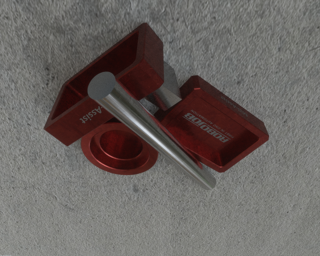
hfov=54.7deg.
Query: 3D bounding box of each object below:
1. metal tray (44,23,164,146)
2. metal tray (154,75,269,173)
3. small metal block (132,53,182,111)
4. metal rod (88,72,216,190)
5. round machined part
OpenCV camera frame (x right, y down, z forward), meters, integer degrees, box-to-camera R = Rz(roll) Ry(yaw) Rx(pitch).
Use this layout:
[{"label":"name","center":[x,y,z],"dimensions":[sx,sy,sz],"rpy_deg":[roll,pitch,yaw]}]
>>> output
[{"label":"metal tray","center":[-0.057,-0.046,0.325],"dimensions":[0.130,0.090,0.030],"rpy_deg":[-30,124,22]},{"label":"metal tray","center":[0.065,0.000,0.407],"dimensions":[0.131,0.030,0.090],"rpy_deg":[31,124,-24]},{"label":"small metal block","center":[-0.006,-0.054,0.340],"dimensions":[0.025,0.050,0.050],"rpy_deg":[-34,137,28]},{"label":"metal rod","center":[0.016,0.026,0.361],"dimensions":[0.025,0.025,0.300],"rpy_deg":[-21,149,16]},{"label":"round machined part","center":[-0.049,0.015,0.405],"dimensions":[0.099,0.042,0.097],"rpy_deg":[4,134,4]}]
